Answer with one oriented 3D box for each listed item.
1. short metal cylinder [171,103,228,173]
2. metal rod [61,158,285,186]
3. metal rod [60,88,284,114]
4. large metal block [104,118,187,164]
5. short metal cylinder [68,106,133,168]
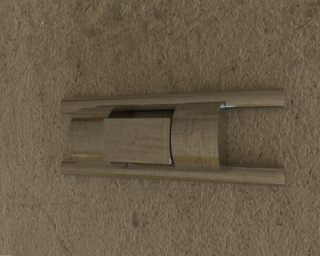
[{"bbox_3d":[0.049,0.012,0.363,0.050,0.080,0.080,-1,90,20],"label":"short metal cylinder"},{"bbox_3d":[0.002,0.056,0.409,0.301,0.025,0.025,0,90,19],"label":"metal rod"},{"bbox_3d":[0.002,-0.033,0.410,0.301,0.025,0.025,0,90,19],"label":"metal rod"},{"bbox_3d":[-0.014,0.014,0.383,0.080,0.080,0.050,0,90,20],"label":"large metal block"},{"bbox_3d":[-0.075,0.012,0.407,0.050,0.080,0.080,-1,90,20],"label":"short metal cylinder"}]
